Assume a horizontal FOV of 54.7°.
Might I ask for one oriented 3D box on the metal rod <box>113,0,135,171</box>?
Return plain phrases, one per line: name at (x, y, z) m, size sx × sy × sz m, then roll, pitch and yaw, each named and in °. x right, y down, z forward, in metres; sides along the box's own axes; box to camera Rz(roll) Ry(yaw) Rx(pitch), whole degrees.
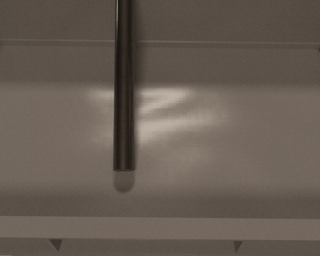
metal rod at (-0.047, -0.094, 0.404) m, size 0.025 × 0.025 × 0.299 m, roll -1°, pitch 75°, yaw -2°
